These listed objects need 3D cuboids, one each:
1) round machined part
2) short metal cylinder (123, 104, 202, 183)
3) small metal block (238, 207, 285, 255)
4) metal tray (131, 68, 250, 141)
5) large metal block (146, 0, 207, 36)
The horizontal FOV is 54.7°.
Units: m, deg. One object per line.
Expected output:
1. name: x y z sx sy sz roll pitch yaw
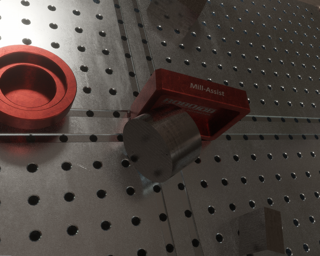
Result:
1. round machined part: -0.146 -0.041 0.344 0.099 0.042 0.098 14 56 -21
2. short metal cylinder: 0.002 0.017 0.365 0.050 0.080 0.080 -29 78 -38
3. small metal block: 0.123 0.131 0.381 0.025 0.050 0.050 20 54 -17
4. metal tray: 0.038 -0.025 0.403 0.131 0.090 0.030 11 57 -23
5. large metal block: 0.034 -0.223 0.549 0.080 0.050 0.080 31 52 -9
